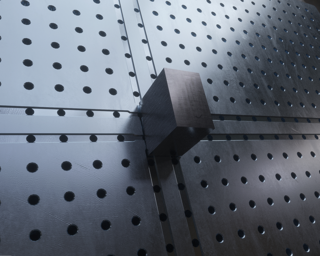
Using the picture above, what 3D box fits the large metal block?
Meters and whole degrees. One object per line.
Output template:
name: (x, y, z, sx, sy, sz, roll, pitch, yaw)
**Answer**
large metal block: (0.017, -0.017, 0.393, 0.050, 0.080, 0.080, 3, 60, -27)
